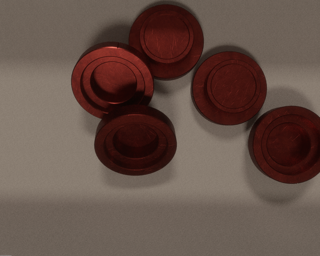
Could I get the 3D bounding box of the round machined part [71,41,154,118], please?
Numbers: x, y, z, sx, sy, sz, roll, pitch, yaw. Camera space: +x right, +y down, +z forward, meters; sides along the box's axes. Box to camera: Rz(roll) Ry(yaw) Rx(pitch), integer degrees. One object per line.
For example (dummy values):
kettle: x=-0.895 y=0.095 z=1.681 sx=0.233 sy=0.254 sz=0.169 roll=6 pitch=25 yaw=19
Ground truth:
round machined part: x=-0.057 y=-0.061 z=0.388 sx=0.099 sy=0.042 sz=0.097 roll=-1 pitch=123 yaw=-2

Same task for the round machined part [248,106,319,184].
round machined part: x=0.164 y=0.021 z=0.405 sx=0.099 sy=0.042 sz=0.097 roll=0 pitch=90 yaw=-1

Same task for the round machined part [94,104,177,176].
round machined part: x=-0.030 y=0.011 z=0.387 sx=0.099 sy=0.042 sz=0.097 roll=-2 pitch=128 yaw=-3

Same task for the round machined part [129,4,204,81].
round machined part: x=0.008 y=-0.113 z=0.403 sx=0.099 sy=0.042 sz=0.097 roll=0 pitch=90 yaw=-1

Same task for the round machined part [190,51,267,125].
round machined part: x=0.091 y=-0.052 z=0.404 sx=0.099 sy=0.042 sz=0.097 roll=0 pitch=90 yaw=-1
